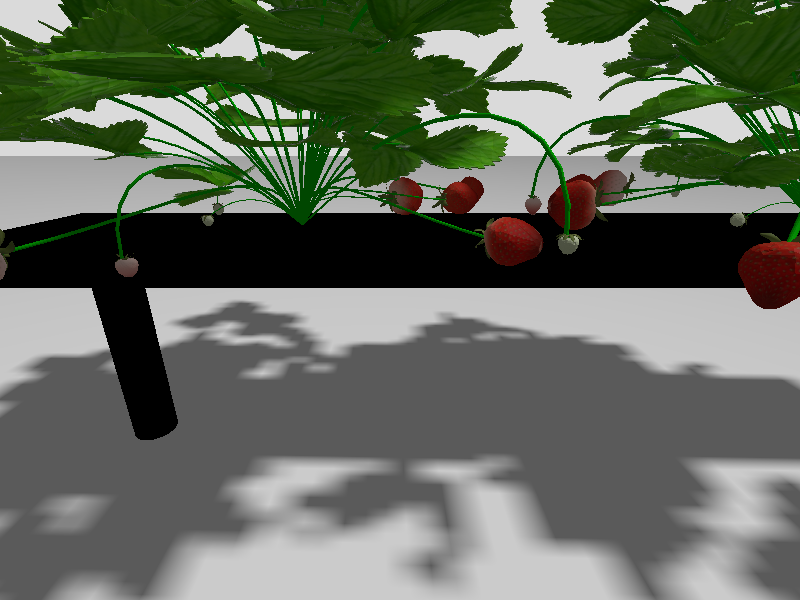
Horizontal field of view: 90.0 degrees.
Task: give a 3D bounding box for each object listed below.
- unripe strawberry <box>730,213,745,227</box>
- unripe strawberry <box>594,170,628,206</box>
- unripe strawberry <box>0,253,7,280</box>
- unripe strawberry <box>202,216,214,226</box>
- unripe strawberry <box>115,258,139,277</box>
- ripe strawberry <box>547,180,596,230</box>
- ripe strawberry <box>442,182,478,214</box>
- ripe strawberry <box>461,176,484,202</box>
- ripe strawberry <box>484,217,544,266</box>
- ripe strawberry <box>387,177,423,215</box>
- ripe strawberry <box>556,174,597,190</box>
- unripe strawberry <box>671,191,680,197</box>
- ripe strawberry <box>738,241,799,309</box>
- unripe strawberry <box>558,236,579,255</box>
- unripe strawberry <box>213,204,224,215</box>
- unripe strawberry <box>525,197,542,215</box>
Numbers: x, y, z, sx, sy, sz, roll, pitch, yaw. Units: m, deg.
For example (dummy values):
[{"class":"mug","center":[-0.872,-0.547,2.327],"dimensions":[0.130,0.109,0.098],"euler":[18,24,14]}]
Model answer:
[{"class":"unripe strawberry","center":[0.285,-0.068,0.339],"dimensions":[0.011,0.011,0.010],"euler":[-11,22,-3]},{"class":"unripe strawberry","center":[0.231,-0.125,0.448],"dimensions":[0.039,0.039,0.043],"euler":[16,27,37]},{"class":"unripe strawberry","center":[-0.210,-0.020,0.192],"dimensions":[0.026,0.030,0.028],"euler":[15,27,34]},{"class":"unripe strawberry","center":[-0.171,-0.070,0.356],"dimensions":[0.010,0.010,0.009],"euler":[2,21,5]},{"class":"unripe strawberry","center":[-0.143,-0.017,0.210],"dimensions":[0.009,0.010,0.011],"euler":[8,23,20]},{"class":"ripe strawberry","center":[0.138,-0.076,0.323],"dimensions":[0.037,0.039,0.034],"euler":[-3,21,-5]},{"class":"ripe strawberry","center":[0.059,-0.100,0.393],"dimensions":[0.036,0.031,0.036],"euler":[-7,22,-19]},{"class":"ripe strawberry","center":[0.085,-0.128,0.469],"dimensions":[0.033,0.032,0.030],"euler":[-15,26,-35]},{"class":"ripe strawberry","center":[0.064,-0.033,0.226],"dimensions":[0.031,0.027,0.031],"euler":[18,28,37]},{"class":"ripe strawberry","center":[0.007,-0.106,0.407],"dimensions":[0.037,0.037,0.035],"euler":[-14,25,-33]},{"class":"ripe strawberry","center":[0.181,-0.111,0.417],"dimensions":[0.040,0.039,0.037],"euler":[8,23,22]},{"class":"unripe strawberry","center":[0.344,-0.133,0.500],"dimensions":[0.009,0.010,0.010],"euler":[-3,21,-7]},{"class":"ripe strawberry","center":[0.163,-0.010,0.174],"dimensions":[0.027,0.030,0.029],"euler":[22,-19,43]},{"class":"unripe strawberry","center":[0.081,-0.026,0.193],"dimensions":[0.010,0.010,0.009],"euler":[19,29,40]},{"class":"unripe strawberry","center":[-0.179,-0.090,0.396],"dimensions":[0.010,0.011,0.011],"euler":[11,24,27]},{"class":"unripe strawberry","center":[0.119,-0.084,0.360],"dimensions":[0.015,0.015,0.014],"euler":[1,21,3]}]
